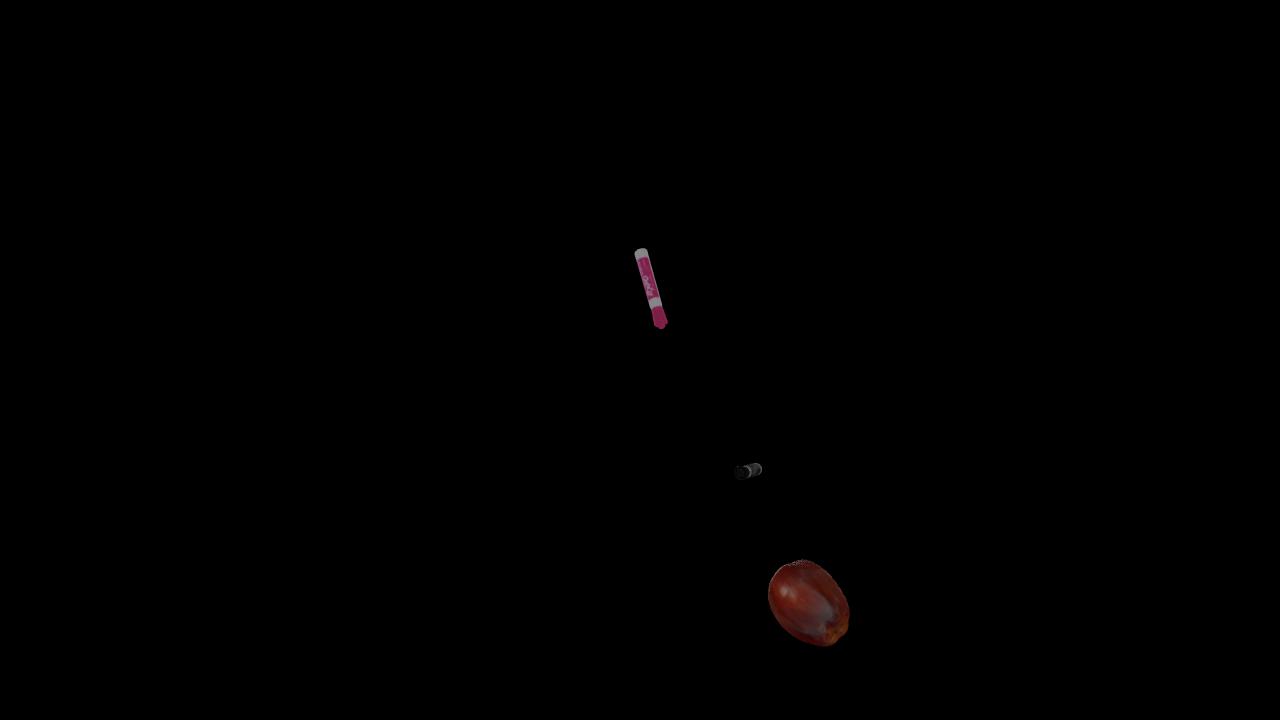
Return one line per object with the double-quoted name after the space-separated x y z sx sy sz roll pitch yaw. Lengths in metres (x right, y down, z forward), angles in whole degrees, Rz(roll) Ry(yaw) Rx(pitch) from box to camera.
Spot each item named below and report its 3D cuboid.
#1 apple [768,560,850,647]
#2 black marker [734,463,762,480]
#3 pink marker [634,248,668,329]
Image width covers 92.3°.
0.181 0.264 0.668 0.079 0.079 0.093 0 22 -35 "apple"
0.156 0.160 0.885 0.020 0.020 0.121 0 -7 21 "black marker"
0.015 -0.097 0.832 0.020 0.121 0.020 -12 -23 -5 "pink marker"
